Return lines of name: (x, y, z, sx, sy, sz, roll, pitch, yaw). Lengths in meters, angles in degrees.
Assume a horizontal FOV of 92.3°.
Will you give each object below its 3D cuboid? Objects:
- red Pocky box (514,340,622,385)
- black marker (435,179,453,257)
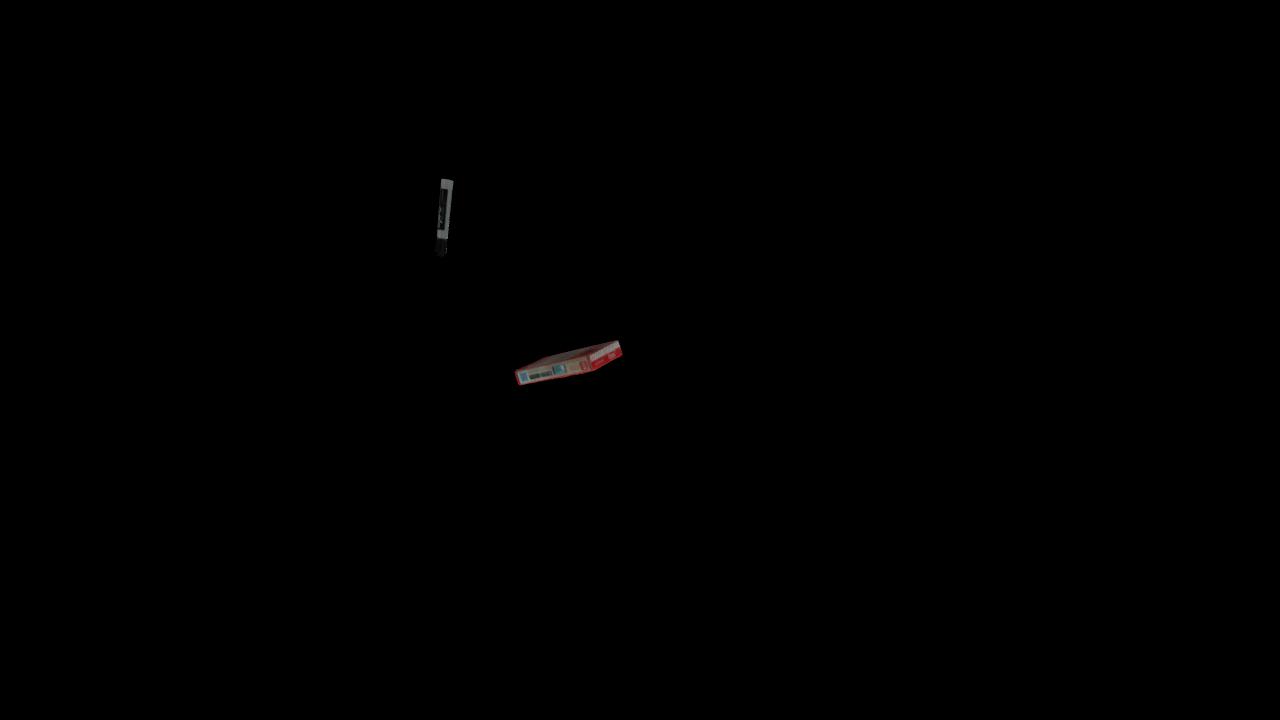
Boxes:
red Pocky box: (-0.110, 0.005, 0.940, 0.155, 0.028, 0.083, -11, 11, 35)
black marker: (-0.313, -0.226, 0.982, 0.020, 0.121, 0.020, 8, 8, -1)
